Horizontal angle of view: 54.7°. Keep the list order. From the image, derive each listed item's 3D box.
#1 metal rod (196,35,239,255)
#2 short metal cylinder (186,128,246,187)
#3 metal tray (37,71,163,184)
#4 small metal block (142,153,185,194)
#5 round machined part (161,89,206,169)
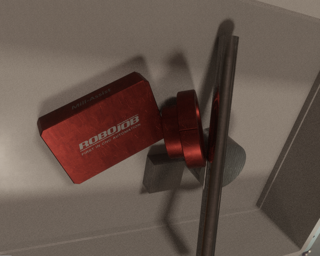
[{"bbox_3d":[0.075,0.032,0.409,0.025,0.025,0.298,0,99,-29],"label":"metal rod"},{"bbox_3d":[0.081,0.046,0.467,0.081,0.050,0.079,-14,125,-21],"label":"short metal cylinder"},{"bbox_3d":[-0.064,0.001,0.372,0.131,0.030,0.090,-28,128,-11],"label":"metal tray"},{"bbox_3d":[0.005,0.065,0.454,0.050,0.025,0.050,-5,121,-27],"label":"small metal block"},{"bbox_3d":[0.030,0.003,0.390,0.042,0.098,0.097,-8,128,11],"label":"round machined part"}]
